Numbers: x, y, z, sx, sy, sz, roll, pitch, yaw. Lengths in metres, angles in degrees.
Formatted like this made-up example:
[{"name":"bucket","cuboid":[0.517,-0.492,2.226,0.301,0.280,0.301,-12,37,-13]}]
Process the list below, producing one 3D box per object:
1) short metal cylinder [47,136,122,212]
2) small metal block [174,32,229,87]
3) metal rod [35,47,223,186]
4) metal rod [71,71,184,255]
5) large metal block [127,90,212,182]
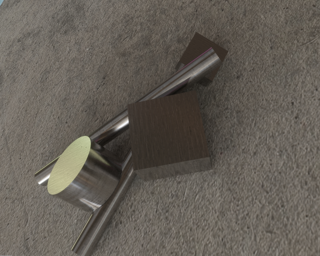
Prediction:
[{"name":"short metal cylinder","cuboid":[-0.094,0.057,0.387,0.080,0.050,0.080,-33,35,27]},{"name":"small metal block","cuboid":[0.055,-0.091,0.416,0.050,0.025,0.050,30,74,-3]},{"name":"metal rod","cuboid":[-0.051,-0.008,0.414,0.300,0.025,0.025,-34,51,14]},{"name":"metal rod","cuboid":[-0.022,0.022,0.403,0.025,0.025,0.300,19,71,35]},{"name":"large metal block","cuboid":[0.011,0.011,0.358,0.080,0.050,0.080,-11,65,7]}]
